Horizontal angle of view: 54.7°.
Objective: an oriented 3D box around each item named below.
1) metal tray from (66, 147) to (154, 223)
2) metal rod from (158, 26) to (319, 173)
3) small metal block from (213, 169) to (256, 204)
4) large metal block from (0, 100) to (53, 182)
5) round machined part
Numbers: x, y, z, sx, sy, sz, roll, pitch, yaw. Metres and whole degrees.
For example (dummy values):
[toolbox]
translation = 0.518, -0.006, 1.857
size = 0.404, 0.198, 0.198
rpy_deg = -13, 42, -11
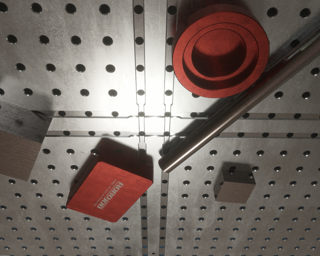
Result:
[metal tray]
translation = -0.080, 0.094, 0.487
size = 0.090, 0.030, 0.129
rpy_deg = 25, 126, -21
[metal rod]
translation = 0.104, -0.031, 0.386
size = 0.025, 0.025, 0.299
rpy_deg = 33, 123, -25
[small metal block]
translation = 0.118, 0.094, 0.494
size = 0.050, 0.025, 0.050
rpy_deg = 6, 130, -6
[large metal block]
translation = -0.198, 0.016, 0.406
size = 0.080, 0.050, 0.080
rpy_deg = 22, 127, -18
[round machined part]
translation = 0.061, -0.083, 0.331
size = 0.099, 0.042, 0.097
rpy_deg = -1, 130, 0
